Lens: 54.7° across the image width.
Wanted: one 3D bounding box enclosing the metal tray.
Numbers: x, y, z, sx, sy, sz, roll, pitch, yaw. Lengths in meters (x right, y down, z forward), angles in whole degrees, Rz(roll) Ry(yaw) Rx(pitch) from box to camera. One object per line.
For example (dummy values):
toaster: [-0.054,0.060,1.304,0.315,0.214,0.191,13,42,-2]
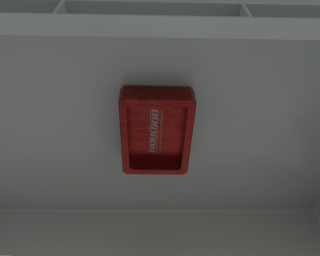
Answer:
metal tray: [-0.005,0.007,0.408,0.091,0.030,0.129,1,130,-2]
